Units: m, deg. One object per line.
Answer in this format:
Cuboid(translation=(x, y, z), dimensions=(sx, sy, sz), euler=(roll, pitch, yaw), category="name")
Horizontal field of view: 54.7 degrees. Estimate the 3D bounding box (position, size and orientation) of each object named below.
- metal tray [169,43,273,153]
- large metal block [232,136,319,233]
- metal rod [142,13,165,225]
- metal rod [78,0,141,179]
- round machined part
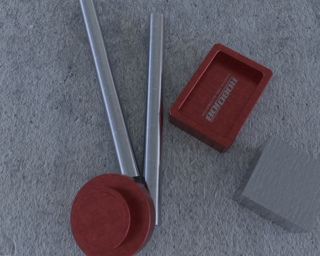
Cuboid(translation=(0.082, -0.043, 0.422), dimensions=(0.090, 0.030, 0.130), euler=(31, 73, 10), category="metal tray")
Cuboid(translation=(0.146, 0.069, 0.372), dimensions=(0.080, 0.050, 0.080), euler=(29, 72, 9), category="large metal block")
Cuboid(translation=(-0.008, -0.026, 0.417), dimensions=(0.025, 0.025, 0.299), euler=(1, 70, 0), category="metal rod")
Cuboid(translation=(-0.076, -0.072, 0.433), dimensions=(0.025, 0.025, 0.299), euler=(-15, 71, -6), category="metal rod")
Cuboid(translation=(-0.058, 0.100, 0.347), dimensions=(0.098, 0.042, 0.098), euler=(-3, 78, 16), category="round machined part")
